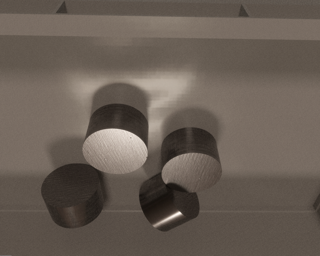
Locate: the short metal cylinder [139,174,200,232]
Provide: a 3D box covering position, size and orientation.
[{"bbox_3d":[0.015,0.107,0.465,0.050,0.080,0.080,-34,123,25],"label":"short metal cylinder"}]

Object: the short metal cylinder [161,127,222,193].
[{"bbox_3d":[0.042,0.045,0.432,0.081,0.050,0.079,0,130,0],"label":"short metal cylinder"}]

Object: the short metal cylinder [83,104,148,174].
[{"bbox_3d":[-0.056,0.015,0.405,0.081,0.050,0.079,0,130,0],"label":"short metal cylinder"}]

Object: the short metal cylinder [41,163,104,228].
[{"bbox_3d":[-0.126,0.098,0.455,0.081,0.080,0.050,-1,130,0],"label":"short metal cylinder"}]
